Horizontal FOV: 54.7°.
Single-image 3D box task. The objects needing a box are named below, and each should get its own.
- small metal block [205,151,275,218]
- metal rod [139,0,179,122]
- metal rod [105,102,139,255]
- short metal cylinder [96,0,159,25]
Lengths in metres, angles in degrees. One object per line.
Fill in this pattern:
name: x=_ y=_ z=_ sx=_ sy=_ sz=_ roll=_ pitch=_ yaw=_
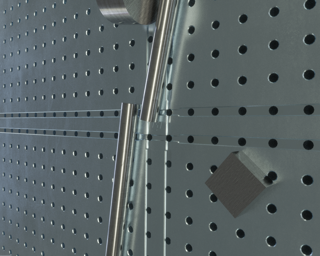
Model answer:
small metal block: x=0.086 y=0.061 z=0.339 sx=0.050 sy=0.025 sz=0.050 roll=49 pitch=119 yaw=28
metal rod: x=0.011 y=-0.156 z=0.400 sx=0.025 sy=0.025 sz=0.298 roll=17 pitch=101 yaw=38
metal rod: x=-0.060 y=0.112 z=0.459 sx=0.025 sy=0.025 sz=0.298 roll=12 pitch=97 yaw=39
short metal cylinder: x=-0.037 y=-0.176 z=0.404 sx=0.050 sy=0.081 sz=0.079 roll=16 pitch=100 yaw=39
